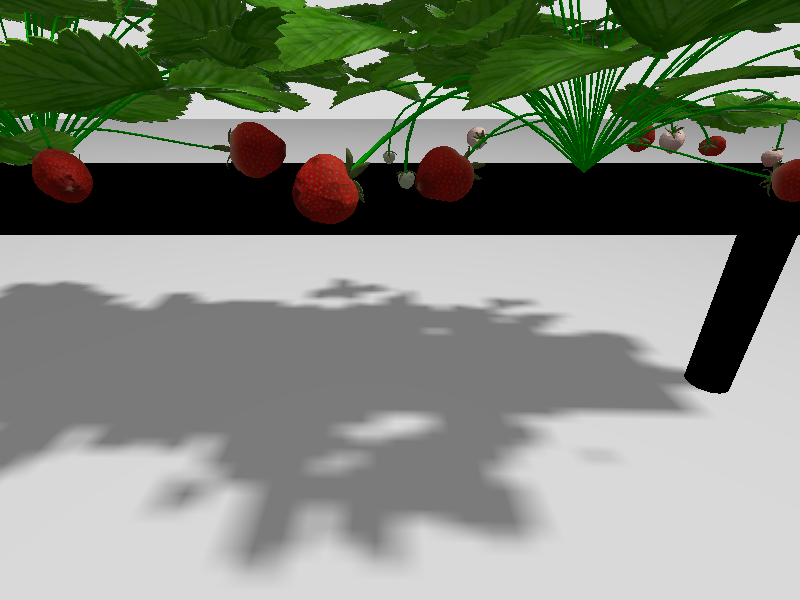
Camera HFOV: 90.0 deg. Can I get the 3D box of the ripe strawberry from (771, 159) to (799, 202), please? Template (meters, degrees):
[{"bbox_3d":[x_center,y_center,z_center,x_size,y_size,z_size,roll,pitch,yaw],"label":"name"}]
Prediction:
[{"bbox_3d":[0.223,-0.066,0.221,0.026,0.023,0.026,-13,29,-26],"label":"ripe strawberry"}]

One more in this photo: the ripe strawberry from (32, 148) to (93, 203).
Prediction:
[{"bbox_3d":[-0.181,-0.065,0.216,0.025,0.028,0.027,-21,49,-37],"label":"ripe strawberry"}]

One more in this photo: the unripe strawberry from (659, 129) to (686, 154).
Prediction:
[{"bbox_3d":[0.326,-0.189,0.480,0.026,0.027,0.028,24,-18,41],"label":"unripe strawberry"}]

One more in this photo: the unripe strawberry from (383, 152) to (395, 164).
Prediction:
[{"bbox_3d":[-0.009,-0.118,0.334,0.010,0.010,0.009,0,26,1],"label":"unripe strawberry"}]

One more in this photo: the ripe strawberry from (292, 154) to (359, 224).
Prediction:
[{"bbox_3d":[-0.034,-0.048,0.178,0.029,0.030,0.026,-39,42,-25],"label":"ripe strawberry"}]

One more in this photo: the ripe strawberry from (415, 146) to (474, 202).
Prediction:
[{"bbox_3d":[0.023,-0.068,0.220,0.033,0.028,0.033,-34,40,-30],"label":"ripe strawberry"}]

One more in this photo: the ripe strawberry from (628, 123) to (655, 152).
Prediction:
[{"bbox_3d":[0.288,-0.193,0.476,0.029,0.032,0.031,19,29,35],"label":"ripe strawberry"}]

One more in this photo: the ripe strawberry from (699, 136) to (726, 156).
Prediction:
[{"bbox_3d":[0.338,-0.166,0.432,0.024,0.021,0.024,-2,23,-33],"label":"ripe strawberry"}]

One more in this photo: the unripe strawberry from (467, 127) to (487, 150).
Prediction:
[{"bbox_3d":[0.099,-0.213,0.526,0.027,0.028,0.029,-6,26,-13],"label":"unripe strawberry"}]

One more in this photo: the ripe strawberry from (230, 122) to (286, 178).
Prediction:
[{"bbox_3d":[-0.109,-0.117,0.314,0.042,0.041,0.039,3,26,4],"label":"ripe strawberry"}]

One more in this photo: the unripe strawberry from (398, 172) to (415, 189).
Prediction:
[{"bbox_3d":[0.004,-0.069,0.231,0.010,0.010,0.009,-18,31,-32],"label":"unripe strawberry"}]
